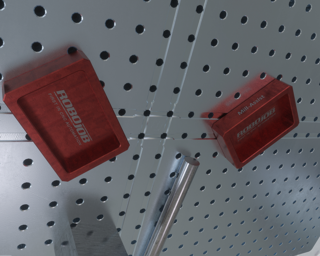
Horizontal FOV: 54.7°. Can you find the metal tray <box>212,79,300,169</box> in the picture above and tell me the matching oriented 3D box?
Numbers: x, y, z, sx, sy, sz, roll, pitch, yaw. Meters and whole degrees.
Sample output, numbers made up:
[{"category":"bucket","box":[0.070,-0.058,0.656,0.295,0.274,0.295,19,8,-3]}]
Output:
[{"category":"metal tray","box":[0.154,-0.005,0.489,0.130,0.030,0.090,-36,129,-5]}]

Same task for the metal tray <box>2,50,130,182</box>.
[{"category":"metal tray","box":[-0.099,-0.009,0.348,0.090,0.030,0.129,-28,128,-11]}]

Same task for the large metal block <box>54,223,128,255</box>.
[{"category":"large metal block","box":[-0.095,0.186,0.439,0.080,0.080,0.050,21,107,-36]}]

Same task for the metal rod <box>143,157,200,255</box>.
[{"category":"metal rod","box":[0.000,0.180,0.523,0.025,0.025,0.298,6,115,-31]}]
